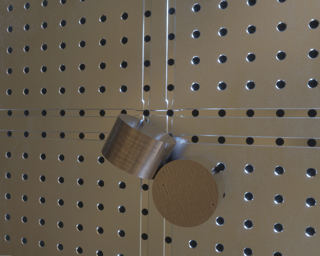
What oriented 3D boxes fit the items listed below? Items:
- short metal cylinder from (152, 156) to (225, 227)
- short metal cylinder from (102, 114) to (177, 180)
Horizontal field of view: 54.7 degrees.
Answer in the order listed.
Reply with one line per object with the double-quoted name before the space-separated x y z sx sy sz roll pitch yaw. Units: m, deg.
"short metal cylinder" 0.037 0.076 0.386 0.080 0.050 0.080 0 90 19
"short metal cylinder" -0.026 0.022 0.393 0.080 0.080 0.050 30 100 17
